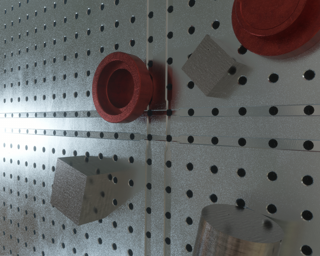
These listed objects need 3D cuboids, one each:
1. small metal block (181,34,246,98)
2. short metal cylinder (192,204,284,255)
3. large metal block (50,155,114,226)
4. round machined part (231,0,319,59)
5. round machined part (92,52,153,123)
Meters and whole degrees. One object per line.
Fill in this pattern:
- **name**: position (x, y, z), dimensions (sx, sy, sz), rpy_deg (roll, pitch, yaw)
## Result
- **small metal block**: position (0.061, -0.071, 0.359), dimensions (0.050, 0.025, 0.050), rpy_deg (-52, 60, 27)
- **short metal cylinder**: position (0.077, 0.117, 0.310), dimensions (0.080, 0.081, 0.050), rpy_deg (17, 101, 38)
- **large metal block**: position (-0.127, 0.097, 0.499), dimensions (0.080, 0.050, 0.079), rpy_deg (20, 103, 38)
- **round machined part**: position (0.114, -0.120, 0.304), dimensions (0.098, 0.042, 0.097), rpy_deg (0, 90, 40)
- **round machined part**: position (-0.049, -0.055, 0.439), dimensions (0.098, 0.042, 0.097), rpy_deg (0, 90, 40)
